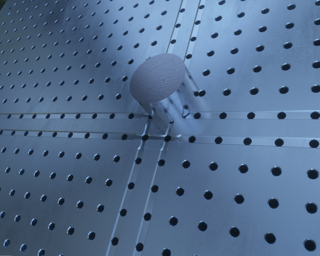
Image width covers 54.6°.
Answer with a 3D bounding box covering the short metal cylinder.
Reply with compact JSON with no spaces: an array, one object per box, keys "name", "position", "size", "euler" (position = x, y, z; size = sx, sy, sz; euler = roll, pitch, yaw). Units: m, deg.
[{"name":"short metal cylinder","position":[0.006,-0.054,0.423],"size":[0.080,0.050,0.080],"euler":[-13,56,21]}]
